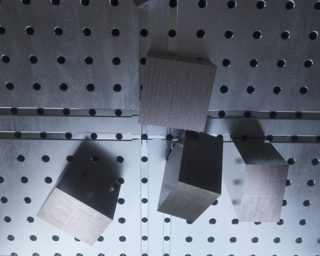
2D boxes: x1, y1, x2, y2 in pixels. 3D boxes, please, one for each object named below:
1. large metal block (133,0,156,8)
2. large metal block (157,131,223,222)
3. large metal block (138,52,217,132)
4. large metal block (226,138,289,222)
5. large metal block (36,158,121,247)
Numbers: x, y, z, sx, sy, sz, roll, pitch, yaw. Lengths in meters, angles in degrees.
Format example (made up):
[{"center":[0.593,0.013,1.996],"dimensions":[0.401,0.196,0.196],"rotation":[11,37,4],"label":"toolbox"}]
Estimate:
[{"center":[0.001,-0.168,0.322],"dimensions":[0.080,0.080,0.050],"rotation":[-26,108,9],"label":"large metal block"},{"center":[0.038,0.059,0.391],"dimensions":[0.050,0.080,0.080],"rotation":[19,138,-7],"label":"large metal block"},{"center":[0.019,-0.046,0.383],"dimensions":[0.080,0.050,0.079],"rotation":[8,110,-3],"label":"large metal block"},{"center":[0.124,0.066,0.409],"dimensions":[0.050,0.080,0.079],"rotation":[1,110,0],"label":"large metal block"},{"center":[-0.105,0.097,0.419],"dimensions":[0.080,0.080,0.050],"rotation":[34,107,-12],"label":"large metal block"}]
